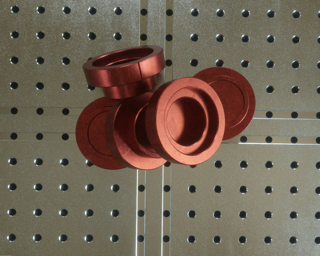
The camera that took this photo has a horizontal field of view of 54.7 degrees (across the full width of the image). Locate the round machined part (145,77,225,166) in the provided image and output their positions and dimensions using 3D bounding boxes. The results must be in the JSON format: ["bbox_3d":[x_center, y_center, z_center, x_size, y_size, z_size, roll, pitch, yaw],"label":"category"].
[{"bbox_3d":[0.025,-0.007,0.357,0.099,0.042,0.097,1,88,-33],"label":"round machined part"}]

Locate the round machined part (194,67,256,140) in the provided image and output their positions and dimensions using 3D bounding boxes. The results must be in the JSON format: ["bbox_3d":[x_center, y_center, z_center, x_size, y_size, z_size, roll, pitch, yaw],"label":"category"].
[{"bbox_3d":[0.077,-0.032,0.406,0.099,0.042,0.097,0,90,-1],"label":"round machined part"}]

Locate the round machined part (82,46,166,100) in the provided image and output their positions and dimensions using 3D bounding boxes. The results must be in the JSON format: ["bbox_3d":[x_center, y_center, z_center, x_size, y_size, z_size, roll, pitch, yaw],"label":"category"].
[{"bbox_3d":[-0.041,-0.068,0.381,0.099,0.098,0.042,-12,116,-1],"label":"round machined part"}]

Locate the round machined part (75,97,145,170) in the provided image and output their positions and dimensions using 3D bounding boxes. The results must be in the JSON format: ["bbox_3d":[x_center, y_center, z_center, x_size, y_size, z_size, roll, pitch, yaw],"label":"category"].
[{"bbox_3d":[-0.061,0.006,0.404,0.099,0.042,0.097,0,90,-1],"label":"round machined part"}]

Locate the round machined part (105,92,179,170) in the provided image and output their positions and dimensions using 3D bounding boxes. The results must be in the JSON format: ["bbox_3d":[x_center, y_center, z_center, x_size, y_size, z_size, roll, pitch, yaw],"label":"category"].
[{"bbox_3d":[-0.014,0.003,0.381,0.099,0.042,0.097,3,85,-37],"label":"round machined part"}]
